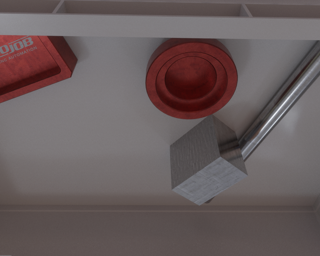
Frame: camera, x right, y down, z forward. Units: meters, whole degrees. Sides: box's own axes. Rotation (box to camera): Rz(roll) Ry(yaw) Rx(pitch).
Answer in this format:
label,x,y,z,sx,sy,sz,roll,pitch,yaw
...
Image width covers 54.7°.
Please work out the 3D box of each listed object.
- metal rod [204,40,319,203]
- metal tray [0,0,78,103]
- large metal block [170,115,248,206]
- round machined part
label,x,y,z,sx,sy,sz,roll,pitch,yaw
metal rod,0.131,0.008,0.417,0.025,0.025,0.298,18,128,-15
metal tray,-0.170,-0.079,0.335,0.130,0.030,0.090,-17,129,13
large metal block,0.060,0.042,0.410,0.050,0.080,0.080,35,122,-26
round machined part,0.034,-0.060,0.347,0.099,0.042,0.097,-1,130,0
